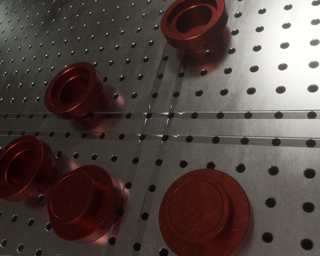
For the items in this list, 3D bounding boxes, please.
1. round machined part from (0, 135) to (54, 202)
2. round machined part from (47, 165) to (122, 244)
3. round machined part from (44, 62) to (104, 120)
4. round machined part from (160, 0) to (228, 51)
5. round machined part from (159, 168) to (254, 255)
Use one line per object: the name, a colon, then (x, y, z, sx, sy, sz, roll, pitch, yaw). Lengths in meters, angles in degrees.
round machined part: (-0.199, 0.063, 0.461, 0.098, 0.042, 0.098, -13, 56, 20)
round machined part: (-0.102, 0.092, 0.393, 0.098, 0.042, 0.098, -13, 56, 20)
round machined part: (-0.132, -0.055, 0.498, 0.098, 0.042, 0.098, -13, 56, 20)
round machined part: (0.054, -0.155, 0.463, 0.098, 0.042, 0.098, -13, 56, 20)
round machined part: (0.043, 0.087, 0.321, 0.098, 0.042, 0.098, -13, 56, 20)
